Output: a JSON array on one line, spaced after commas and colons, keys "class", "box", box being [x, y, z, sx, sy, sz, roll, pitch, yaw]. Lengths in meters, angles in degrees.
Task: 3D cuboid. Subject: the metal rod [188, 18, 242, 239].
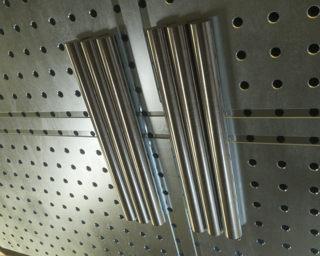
[{"class": "metal rod", "box": [0.074, 0.021, 0.384, 0.025, 0.025, 0.298, 1, 119, 28]}]

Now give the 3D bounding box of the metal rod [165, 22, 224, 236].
[{"class": "metal rod", "box": [0.050, 0.020, 0.397, 0.025, 0.025, 0.298, 1, 119, 28]}]

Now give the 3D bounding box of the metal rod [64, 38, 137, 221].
[{"class": "metal rod", "box": [-0.079, 0.019, 0.465, 0.025, 0.025, 0.298, 1, 119, 28]}]

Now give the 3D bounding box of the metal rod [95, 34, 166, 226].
[{"class": "metal rod", "box": [-0.034, 0.020, 0.441, 0.025, 0.025, 0.298, 1, 119, 28]}]

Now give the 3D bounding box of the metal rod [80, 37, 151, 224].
[{"class": "metal rod", "box": [-0.056, 0.020, 0.453, 0.025, 0.025, 0.298, 1, 119, 28]}]

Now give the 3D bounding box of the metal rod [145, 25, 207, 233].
[{"class": "metal rod", "box": [0.028, 0.019, 0.408, 0.025, 0.025, 0.298, 1, 119, 28]}]
